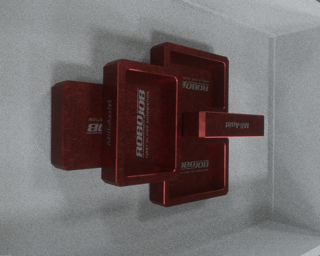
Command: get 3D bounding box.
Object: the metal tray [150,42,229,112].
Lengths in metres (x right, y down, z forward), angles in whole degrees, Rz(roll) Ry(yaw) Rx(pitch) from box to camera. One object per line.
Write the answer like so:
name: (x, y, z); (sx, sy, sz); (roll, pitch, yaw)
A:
metal tray: (0.046, -0.064, 0.442); (0.131, 0.030, 0.089); (1, 90, -40)

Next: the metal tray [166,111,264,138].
metal tray: (0.068, -0.004, 0.420); (0.131, 0.090, 0.030); (1, 90, -40)

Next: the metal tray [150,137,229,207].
metal tray: (0.046, 0.056, 0.442); (0.131, 0.030, 0.089); (1, 90, -40)

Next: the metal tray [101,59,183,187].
metal tray: (-0.018, -0.005, 0.348); (0.091, 0.030, 0.129); (1, 89, -40)

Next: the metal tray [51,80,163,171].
metal tray: (-0.055, -0.002, 0.355); (0.131, 0.030, 0.089); (0, 90, -40)
